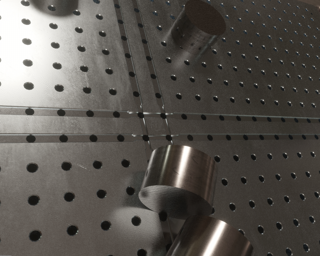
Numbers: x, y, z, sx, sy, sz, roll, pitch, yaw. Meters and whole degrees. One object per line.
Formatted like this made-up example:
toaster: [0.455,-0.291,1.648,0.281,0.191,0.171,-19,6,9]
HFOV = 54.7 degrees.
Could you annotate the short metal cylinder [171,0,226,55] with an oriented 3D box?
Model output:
short metal cylinder: [0.066,-0.174,0.536,0.081,0.050,0.080,14,56,-21]

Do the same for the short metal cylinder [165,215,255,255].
short metal cylinder: [0.050,0.136,0.318,0.080,0.080,0.050,41,51,-1]

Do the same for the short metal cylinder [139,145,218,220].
short metal cylinder: [0.022,0.063,0.348,0.080,0.080,0.050,26,53,-13]
